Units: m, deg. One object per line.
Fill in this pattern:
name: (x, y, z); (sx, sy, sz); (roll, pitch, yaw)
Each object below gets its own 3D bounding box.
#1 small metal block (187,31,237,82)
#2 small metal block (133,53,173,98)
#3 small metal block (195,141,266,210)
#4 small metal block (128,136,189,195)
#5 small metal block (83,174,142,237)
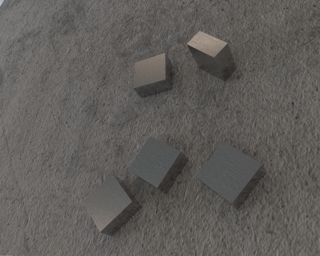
small metal block: (0.069, -0.095, 0.410); (0.025, 0.050, 0.050); (-47, 51, -5)
small metal block: (-0.010, -0.077, 0.456); (0.050, 0.025, 0.050); (-13, 56, 21)
small metal block: (0.076, 0.050, 0.333); (0.050, 0.025, 0.050); (34, 81, 38)
small metal block: (-0.002, 0.045, 0.378); (0.050, 0.025, 0.050); (25, 75, 36)
small metal block: (-0.058, 0.093, 0.377); (0.050, 0.025, 0.050); (-43, 51, -2)
